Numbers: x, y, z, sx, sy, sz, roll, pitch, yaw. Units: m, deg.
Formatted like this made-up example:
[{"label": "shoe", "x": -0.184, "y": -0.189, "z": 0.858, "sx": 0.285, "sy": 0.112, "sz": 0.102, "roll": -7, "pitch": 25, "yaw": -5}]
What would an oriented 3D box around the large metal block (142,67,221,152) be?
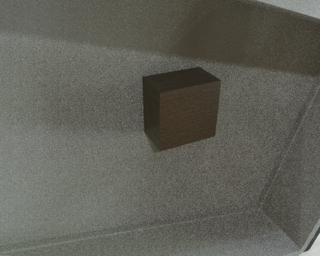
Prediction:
[{"label": "large metal block", "x": 0.026, "y": -0.026, "z": 0.392, "sx": 0.081, "sy": 0.050, "sz": 0.079, "roll": -14, "pitch": 124, "yaw": -21}]
